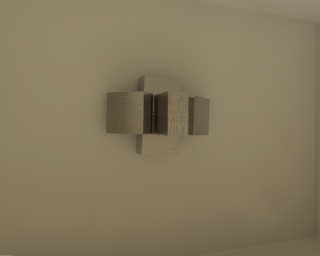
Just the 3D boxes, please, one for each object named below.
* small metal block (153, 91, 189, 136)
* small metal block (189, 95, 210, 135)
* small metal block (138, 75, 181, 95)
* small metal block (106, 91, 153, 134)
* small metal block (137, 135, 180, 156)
[{"bbox_3d":[0.012,-0.016,0.372,0.025,0.050,0.050,1,90,-21],"label":"small metal block"},{"bbox_3d":[0.044,-0.016,0.412,0.050,0.025,0.050,2,90,-59],"label":"small metal block"},{"bbox_3d":[-0.001,-0.040,0.407,0.050,0.025,0.050,3,89,-21],"label":"small metal block"},{"bbox_3d":[-0.037,-0.018,0.380,0.050,0.025,0.050,1,90,23],"label":"small metal block"},{"bbox_3d":[-0.002,0.010,0.407,0.050,0.025,0.050,3,89,-20],"label":"small metal block"}]
